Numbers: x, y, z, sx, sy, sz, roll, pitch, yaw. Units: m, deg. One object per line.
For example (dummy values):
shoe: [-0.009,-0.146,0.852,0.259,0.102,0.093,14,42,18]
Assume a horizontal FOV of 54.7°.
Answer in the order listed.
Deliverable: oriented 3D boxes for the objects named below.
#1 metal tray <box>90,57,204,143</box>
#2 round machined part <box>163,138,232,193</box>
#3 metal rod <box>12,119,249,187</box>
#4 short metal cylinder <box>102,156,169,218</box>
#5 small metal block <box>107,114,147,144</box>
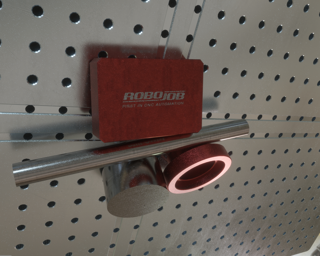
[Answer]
metal tray: [-0.012,-0.035,0.363,0.131,0.030,0.089,-5,102,-27]
round machined part: [0.049,0.051,0.445,0.099,0.042,0.098,-18,148,-12]
metal rod: [-0.016,0.024,0.385,0.303,0.025,0.025,-11,123,-23]
short metal cylinder: [-0.033,0.076,0.410,0.081,0.050,0.080,-11,140,-9]
small metal block: [-0.035,0.015,0.414,0.050,0.025,0.050,19,108,-36]
